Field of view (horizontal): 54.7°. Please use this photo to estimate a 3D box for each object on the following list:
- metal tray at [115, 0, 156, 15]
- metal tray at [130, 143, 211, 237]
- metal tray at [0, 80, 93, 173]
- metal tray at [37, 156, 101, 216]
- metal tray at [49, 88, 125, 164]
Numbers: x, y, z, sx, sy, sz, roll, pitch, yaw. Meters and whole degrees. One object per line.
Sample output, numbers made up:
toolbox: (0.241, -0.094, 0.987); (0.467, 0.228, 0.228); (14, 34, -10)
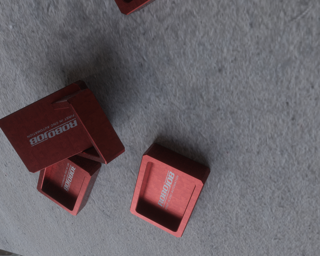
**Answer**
metal tray: (-0.004, -0.179, 0.293); (0.130, 0.030, 0.090); (-18, 109, 35)
metal tray: (0.010, 0.094, 0.454); (0.090, 0.030, 0.129); (24, 127, 13)
metal tray: (-0.148, -0.001, 0.443); (0.130, 0.030, 0.090); (-24, 104, 10)
metal tray: (-0.162, 0.086, 0.539); (0.090, 0.030, 0.129); (33, 128, 6)
metal tray: (-0.106, -0.003, 0.419); (0.130, 0.030, 0.090); (2, 124, 58)
